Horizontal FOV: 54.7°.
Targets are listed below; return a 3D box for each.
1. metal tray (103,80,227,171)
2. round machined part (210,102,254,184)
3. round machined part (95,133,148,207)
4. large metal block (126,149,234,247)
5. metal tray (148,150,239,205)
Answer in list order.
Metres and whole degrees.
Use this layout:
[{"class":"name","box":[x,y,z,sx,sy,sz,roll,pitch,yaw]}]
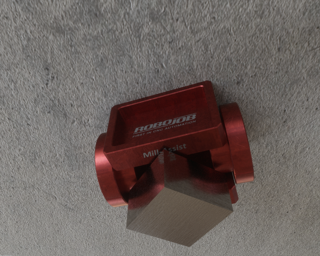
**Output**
[{"class":"metal tray","box":[0.004,-0.005,0.363,0.130,0.090,0.030,-14,129,11]},{"class":"round machined part","box":[0.082,0.020,0.379,0.042,0.098,0.098,-12,129,10]},{"class":"round machined part","box":[-0.045,0.050,0.402,0.042,0.098,0.098,-12,129,10]},{"class":"large metal block","box":[0.019,0.079,0.339,0.080,0.050,0.080,23,126,-19]},{"class":"metal tray","box":[0.032,0.069,0.423,0.130,0.090,0.030,-13,129,10]}]
